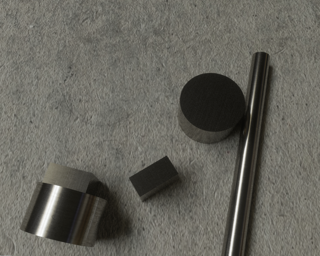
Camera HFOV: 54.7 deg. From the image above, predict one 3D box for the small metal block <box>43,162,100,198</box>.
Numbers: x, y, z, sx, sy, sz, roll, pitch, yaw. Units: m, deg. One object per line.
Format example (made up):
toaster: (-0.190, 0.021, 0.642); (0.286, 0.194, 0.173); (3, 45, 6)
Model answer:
small metal block: (-0.104, 0.065, 0.370); (0.050, 0.050, 0.025); (14, 70, 4)

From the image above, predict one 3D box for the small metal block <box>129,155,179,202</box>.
small metal block: (-0.007, 0.062, 0.372); (0.050, 0.050, 0.025); (-30, 73, -11)

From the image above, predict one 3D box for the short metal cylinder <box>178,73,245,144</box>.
short metal cylinder: (0.065, -0.025, 0.405); (0.081, 0.050, 0.080); (0, 70, 0)

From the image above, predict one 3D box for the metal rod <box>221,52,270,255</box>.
metal rod: (0.112, 0.034, 0.397); (0.025, 0.025, 0.299); (13, 70, 4)

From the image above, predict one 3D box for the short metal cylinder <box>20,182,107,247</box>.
short metal cylinder: (-0.104, 0.096, 0.343); (0.080, 0.080, 0.050); (13, 71, 4)
